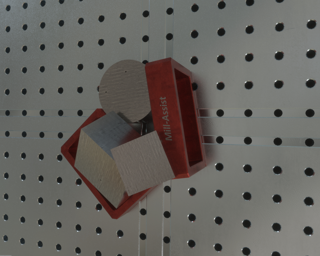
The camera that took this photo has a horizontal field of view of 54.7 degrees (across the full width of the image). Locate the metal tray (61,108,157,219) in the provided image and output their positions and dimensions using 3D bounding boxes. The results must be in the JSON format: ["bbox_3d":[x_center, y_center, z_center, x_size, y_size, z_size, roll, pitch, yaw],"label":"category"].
[{"bbox_3d":[-0.067,0.048,0.431,0.090,0.030,0.130,-45,77,14],"label":"metal tray"}]

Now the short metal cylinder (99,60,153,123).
[{"bbox_3d":[-0.033,-0.046,0.410,0.080,0.050,0.079,0,90,19],"label":"short metal cylinder"}]

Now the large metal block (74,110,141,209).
[{"bbox_3d":[-0.056,0.040,0.385,0.080,0.050,0.079,41,138,14],"label":"large metal block"}]

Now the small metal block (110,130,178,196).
[{"bbox_3d":[-0.015,0.036,0.317,0.050,0.025,0.050,-23,83,7],"label":"small metal block"}]

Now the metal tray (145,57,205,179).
[{"bbox_3d":[0.021,-0.010,0.370,0.030,0.090,0.129,-10,87,19],"label":"metal tray"}]
